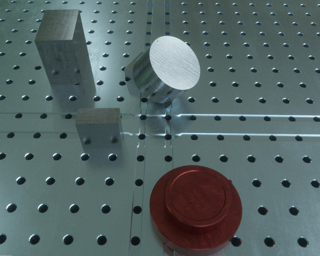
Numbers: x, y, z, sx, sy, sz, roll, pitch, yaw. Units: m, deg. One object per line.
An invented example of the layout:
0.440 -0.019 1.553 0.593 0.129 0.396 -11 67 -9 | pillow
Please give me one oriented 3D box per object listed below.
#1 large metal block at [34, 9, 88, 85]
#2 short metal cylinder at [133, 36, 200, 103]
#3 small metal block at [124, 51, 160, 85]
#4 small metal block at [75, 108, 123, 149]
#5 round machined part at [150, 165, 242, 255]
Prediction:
-0.146 -0.124 0.474 0.050 0.080 0.080 -2 50 -2 | large metal block
0.009 -0.081 0.435 0.081 0.050 0.080 11 67 -28 | short metal cylinder
-0.019 -0.088 0.481 0.050 0.025 0.050 24 54 19 | small metal block
-0.074 0.001 0.389 0.050 0.050 0.025 -1 50 -1 | small metal block
0.038 0.080 0.330 0.099 0.042 0.098 0 50 0 | round machined part
